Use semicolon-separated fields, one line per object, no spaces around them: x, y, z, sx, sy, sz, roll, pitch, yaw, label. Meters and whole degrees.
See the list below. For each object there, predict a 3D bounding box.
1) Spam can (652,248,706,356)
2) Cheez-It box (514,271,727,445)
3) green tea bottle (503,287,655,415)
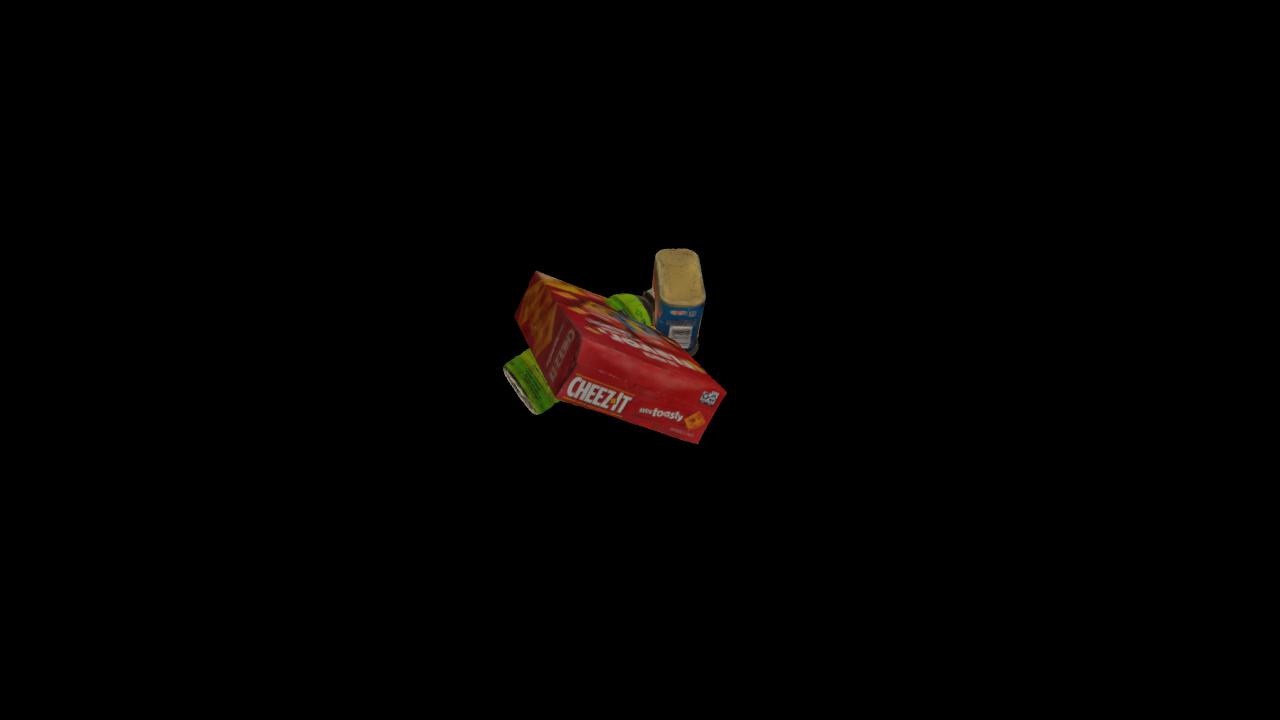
0.043;-0.068;0.723;0.058;0.101;0.085;0;-40;-6;Spam can
-0.030;-0.010;0.655;0.166;0.071;0.223;20;15;-28;Cheez-It box
-0.050;-0.021;0.704;0.212;0.073;0.073;-33;10;-15;green tea bottle
